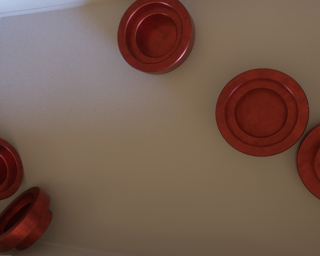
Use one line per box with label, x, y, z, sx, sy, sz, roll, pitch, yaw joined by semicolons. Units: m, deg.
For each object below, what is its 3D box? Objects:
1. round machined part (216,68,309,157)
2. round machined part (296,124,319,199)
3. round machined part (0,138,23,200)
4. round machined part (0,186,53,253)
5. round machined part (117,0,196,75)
round machined part;0.117;-0.017;0.360;0.098;0.042;0.097;0;90;20
round machined part;0.199;0.037;0.331;0.098;0.042;0.097;0;90;20
round machined part;-0.260;0.064;0.463;0.042;0.098;0.098;-19;84;19
round machined part;-0.198;0.137;0.452;0.098;0.098;0.042;-31;116;17
round machined part;-0.002;-0.118;0.402;0.098;0.042;0.097;0;90;20
